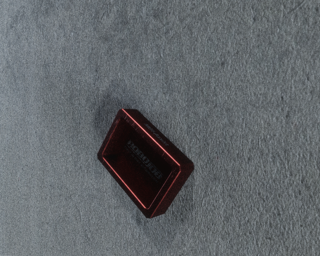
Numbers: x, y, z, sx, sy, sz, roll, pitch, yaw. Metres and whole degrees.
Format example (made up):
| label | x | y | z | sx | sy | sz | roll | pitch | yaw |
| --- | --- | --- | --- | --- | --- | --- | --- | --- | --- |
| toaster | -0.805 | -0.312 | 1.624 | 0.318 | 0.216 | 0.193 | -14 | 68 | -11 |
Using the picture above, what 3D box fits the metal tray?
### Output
| label | x | y | z | sx | sy | sz | roll | pitch | yaw |
| --- | --- | --- | --- | --- | --- | --- | --- | --- | --- |
| metal tray | -0.025 | 0.044 | 0.422 | 0.130 | 0.030 | 0.089 | 43 | 116 | 31 |
